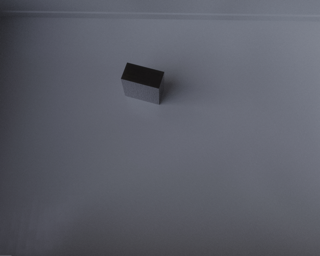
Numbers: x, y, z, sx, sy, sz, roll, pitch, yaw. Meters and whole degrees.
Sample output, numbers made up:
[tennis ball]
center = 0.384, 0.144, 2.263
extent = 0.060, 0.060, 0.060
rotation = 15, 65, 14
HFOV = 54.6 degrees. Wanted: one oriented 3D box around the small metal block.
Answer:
[small metal block]
center = -0.022, -0.059, 0.418
extent = 0.050, 0.050, 0.025
rotation = 15, 71, 5
